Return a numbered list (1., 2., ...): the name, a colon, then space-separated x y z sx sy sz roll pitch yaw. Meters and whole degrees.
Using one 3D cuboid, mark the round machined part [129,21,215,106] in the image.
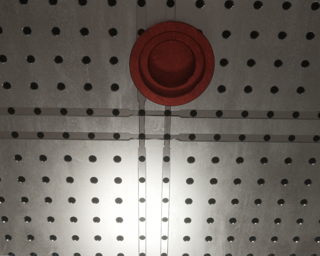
1. round machined part: 0.014 -0.079 0.375 0.099 0.042 0.097 0 110 -1
